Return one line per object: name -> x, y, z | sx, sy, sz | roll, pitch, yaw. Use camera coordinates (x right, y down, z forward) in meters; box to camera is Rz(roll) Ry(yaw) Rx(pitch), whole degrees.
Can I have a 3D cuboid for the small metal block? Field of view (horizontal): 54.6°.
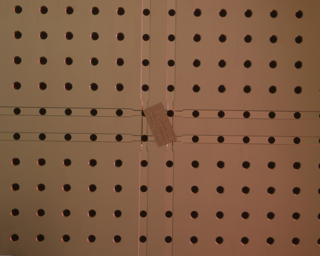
small metal block -> 0.000, -0.004, 0.401 | 0.025, 0.050, 0.050 | -22, 91, 0
